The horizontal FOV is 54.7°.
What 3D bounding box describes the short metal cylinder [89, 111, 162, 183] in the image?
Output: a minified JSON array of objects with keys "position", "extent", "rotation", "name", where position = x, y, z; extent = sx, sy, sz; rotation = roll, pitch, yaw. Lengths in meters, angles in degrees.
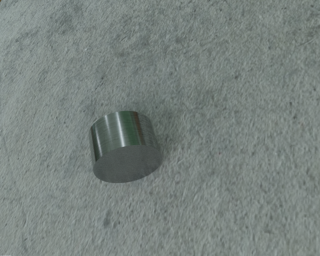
[{"position":[-0.043,0.025,0.375],"extent":[0.080,0.080,0.050],"rotation":[-26,53,12],"name":"short metal cylinder"}]
